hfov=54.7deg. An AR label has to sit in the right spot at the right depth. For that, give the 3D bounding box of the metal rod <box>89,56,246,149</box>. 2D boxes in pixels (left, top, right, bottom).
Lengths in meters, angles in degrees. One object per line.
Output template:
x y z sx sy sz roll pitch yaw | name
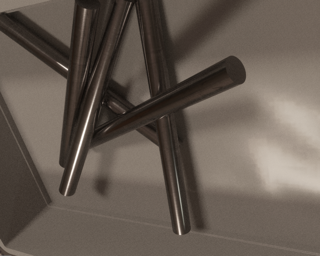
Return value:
-0.027 -0.013 0.367 0.299 0.025 0.025 -21 108 50 | metal rod

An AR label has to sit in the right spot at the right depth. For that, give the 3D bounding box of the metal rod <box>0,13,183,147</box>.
-0.098 -0.060 0.420 0.301 0.025 0.025 36 129 3 | metal rod

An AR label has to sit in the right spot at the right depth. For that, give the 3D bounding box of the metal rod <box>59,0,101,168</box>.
-0.115 -0.033 0.417 0.025 0.025 0.298 33 138 6 | metal rod

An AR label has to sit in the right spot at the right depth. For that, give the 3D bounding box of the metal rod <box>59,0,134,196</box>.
-0.091 -0.021 0.405 0.025 0.025 0.298 29 120 9 | metal rod

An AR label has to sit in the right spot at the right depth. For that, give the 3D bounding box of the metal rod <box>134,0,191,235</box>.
0.007 -0.001 0.377 0.025 0.025 0.298 1 111 27 | metal rod
